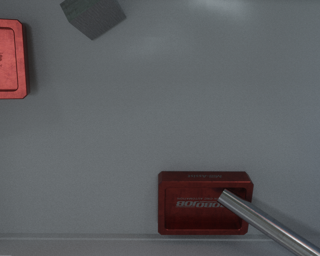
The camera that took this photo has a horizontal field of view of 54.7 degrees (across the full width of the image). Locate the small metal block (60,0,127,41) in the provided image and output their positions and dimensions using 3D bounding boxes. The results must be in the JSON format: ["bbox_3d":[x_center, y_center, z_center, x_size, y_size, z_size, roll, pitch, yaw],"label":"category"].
[{"bbox_3d":[-0.073,-0.131,0.346,0.050,0.050,0.025,-31,77,10],"label":"small metal block"}]

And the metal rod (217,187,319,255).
[{"bbox_3d":[0.207,0.170,0.388,0.300,0.025,0.025,33,109,16],"label":"metal rod"}]

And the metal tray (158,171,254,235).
[{"bbox_3d":[0.063,0.110,0.449,0.131,0.030,0.089,0,110,-1],"label":"metal tray"}]

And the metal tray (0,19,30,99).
[{"bbox_3d":[-0.222,-0.078,0.352,0.131,0.030,0.089,-2,102,-16],"label":"metal tray"}]
